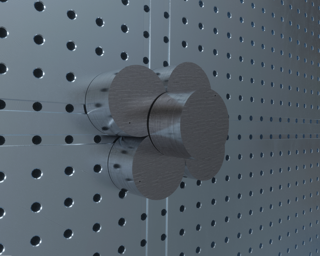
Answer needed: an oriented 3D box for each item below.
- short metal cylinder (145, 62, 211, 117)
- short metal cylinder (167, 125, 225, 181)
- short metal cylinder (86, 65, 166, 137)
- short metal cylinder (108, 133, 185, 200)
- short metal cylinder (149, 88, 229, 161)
[{"bbox_3d":[0.023,-0.044,0.413,0.081,0.050,0.079,0,90,-40],"label":"short metal cylinder"},{"bbox_3d":[0.045,0.030,0.432,0.081,0.050,0.079,0,90,-40],"label":"short metal cylinder"},{"bbox_3d":[-0.038,-0.030,0.361,0.081,0.050,0.079,0,90,-40],"label":"short metal cylinder"},{"bbox_3d":[-0.016,0.044,0.381,0.081,0.050,0.079,0,90,-40],"label":"short metal cylinder"},{"bbox_3d":[0.034,-0.004,0.356,0.081,0.050,0.079,-2,93,-41],"label":"short metal cylinder"}]
